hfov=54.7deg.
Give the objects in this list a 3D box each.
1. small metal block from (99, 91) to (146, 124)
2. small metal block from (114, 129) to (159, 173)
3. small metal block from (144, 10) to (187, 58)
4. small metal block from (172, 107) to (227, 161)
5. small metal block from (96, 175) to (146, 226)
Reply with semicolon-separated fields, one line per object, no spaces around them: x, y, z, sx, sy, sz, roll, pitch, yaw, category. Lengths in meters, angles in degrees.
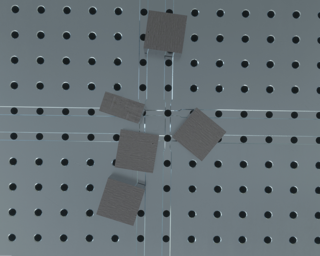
-0.046;-0.025;0.400;0.050;0.050;0.025;18;90;-1;small metal block
-0.030;0.030;0.413;0.050;0.025;0.050;9;90;-1;small metal block
0.007;-0.125;0.413;0.050;0.025;0.050;8;90;-1;small metal block
0.051;0.008;0.414;0.050;0.025;0.050;40;90;-1;small metal block
-0.051;0.096;0.413;0.050;0.025;0.050;18;90;-1;small metal block
